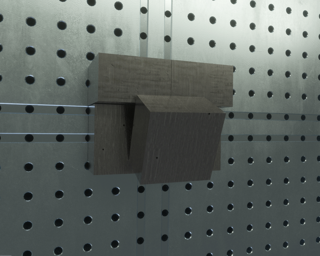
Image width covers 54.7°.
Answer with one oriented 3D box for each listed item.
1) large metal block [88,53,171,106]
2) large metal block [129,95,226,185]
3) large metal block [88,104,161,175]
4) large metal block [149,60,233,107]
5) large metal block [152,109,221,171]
[{"bbox_3d":[-0.039,-0.052,0.368,0.081,0.080,0.050,1,90,-20],"label":"large metal block"},{"bbox_3d":[0.015,0.011,0.335,0.081,0.050,0.079,0,114,-21],"label":"large metal block"},{"bbox_3d":[-0.044,0.013,0.382,0.081,0.050,0.079,1,90,-21],"label":"large metal block"},{"bbox_3d":[0.037,-0.051,0.397,0.081,0.080,0.050,1,90,-20],"label":"large metal block"},{"bbox_3d":[0.032,0.014,0.410,0.081,0.050,0.079,1,90,-21],"label":"large metal block"}]
